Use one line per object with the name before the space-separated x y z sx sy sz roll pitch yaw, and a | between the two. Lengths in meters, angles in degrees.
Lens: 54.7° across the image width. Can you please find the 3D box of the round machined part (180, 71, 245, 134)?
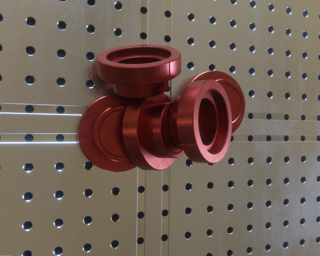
round machined part | 0.079 -0.032 0.434 0.099 0.042 0.097 0 90 -21

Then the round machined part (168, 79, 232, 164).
round machined part | 0.046 -0.007 0.371 0.099 0.042 0.097 2 87 -53

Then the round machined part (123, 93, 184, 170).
round machined part | 0.002 0.003 0.380 0.099 0.042 0.097 8 80 -57

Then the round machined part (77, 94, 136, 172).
round machined part | -0.051 0.006 0.386 0.099 0.042 0.097 0 90 -21

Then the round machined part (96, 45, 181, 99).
round machined part | -0.024 -0.067 0.371 0.099 0.098 0.042 -13 120 -20
